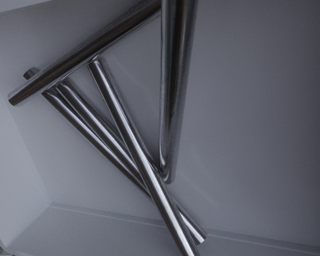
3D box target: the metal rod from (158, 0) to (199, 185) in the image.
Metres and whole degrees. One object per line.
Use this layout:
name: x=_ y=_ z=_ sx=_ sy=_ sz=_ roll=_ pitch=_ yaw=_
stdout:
metal rod: x=0.012 y=-0.011 z=0.323 sx=0.025 sy=0.025 sz=0.299 roll=23 pitch=150 yaw=14

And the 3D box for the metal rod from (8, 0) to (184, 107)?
metal rod: x=-0.091 y=-0.093 z=0.379 sx=0.300 sy=0.025 sz=0.025 roll=-23 pitch=106 yaw=30

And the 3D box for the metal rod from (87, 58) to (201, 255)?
metal rod: x=-0.018 y=0.050 z=0.410 sx=0.025 sy=0.025 sz=0.299 roll=-23 pitch=95 yaw=36

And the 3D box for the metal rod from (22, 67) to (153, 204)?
metal rod: x=-0.086 y=0.024 z=0.466 sx=0.300 sy=0.025 sz=0.025 roll=44 pitch=129 yaw=-3

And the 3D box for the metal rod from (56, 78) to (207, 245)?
metal rod: x=-0.039 y=0.050 z=0.446 sx=0.300 sy=0.025 sz=0.025 roll=49 pitch=129 yaw=-2
